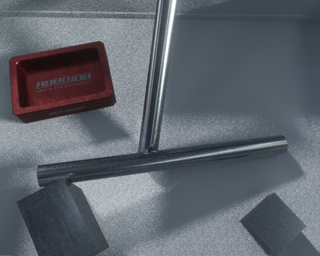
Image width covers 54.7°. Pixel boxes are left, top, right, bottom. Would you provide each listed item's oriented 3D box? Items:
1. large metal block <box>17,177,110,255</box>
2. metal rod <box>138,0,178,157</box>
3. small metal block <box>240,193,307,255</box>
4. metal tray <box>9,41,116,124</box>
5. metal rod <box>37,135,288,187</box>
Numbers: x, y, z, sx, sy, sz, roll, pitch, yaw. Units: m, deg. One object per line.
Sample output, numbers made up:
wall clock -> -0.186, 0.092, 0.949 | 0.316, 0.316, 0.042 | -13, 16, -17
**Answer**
large metal block -> -0.102, 0.108, 0.340 | 0.050, 0.080, 0.080 | -28, 73, -10
metal rod -> 0.003, -0.108, 0.377 | 0.025, 0.025, 0.298 | 8, 98, 2
small metal block -> 0.134, 0.114, 0.370 | 0.050, 0.025, 0.050 | -38, 75, -13
metal tray -> -0.134, -0.064, 0.428 | 0.131, 0.030, 0.090 | -12, 71, -5
metal rod -> 0.012, 0.038, 0.377 | 0.302, 0.025, 0.025 | -6, 70, -10
